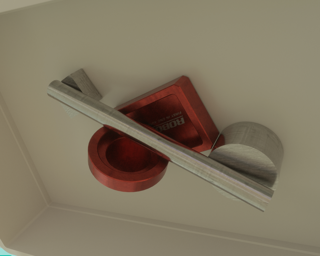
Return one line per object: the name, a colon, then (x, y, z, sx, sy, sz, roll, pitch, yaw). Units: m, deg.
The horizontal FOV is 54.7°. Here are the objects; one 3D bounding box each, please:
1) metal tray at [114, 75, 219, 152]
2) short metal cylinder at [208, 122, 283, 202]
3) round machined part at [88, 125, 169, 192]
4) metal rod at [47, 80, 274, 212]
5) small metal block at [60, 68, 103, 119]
metal tray: (-0.002, -0.002, 0.401, 0.130, 0.030, 0.090, -21, 108, 35)
short metal cylinder: (0.099, 0.040, 0.362, 0.080, 0.050, 0.079, 13, 124, 20)
round machined part: (-0.040, 0.039, 0.386, 0.098, 0.098, 0.042, 25, 135, 12)
metal rod: (-0.015, 0.011, 0.367, 0.301, 0.025, 0.025, 27, 128, 19)
small metal block: (-0.119, -0.048, 0.437, 0.050, 0.025, 0.050, -24, 106, 36)
